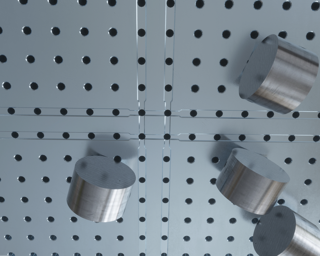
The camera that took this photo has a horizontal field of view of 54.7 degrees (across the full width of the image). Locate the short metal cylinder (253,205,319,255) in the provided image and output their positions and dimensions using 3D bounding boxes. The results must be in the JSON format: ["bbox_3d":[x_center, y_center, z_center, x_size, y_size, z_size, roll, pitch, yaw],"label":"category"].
[{"bbox_3d":[0.181,0.160,0.446,0.050,0.080,0.080,34,106,-12],"label":"short metal cylinder"}]

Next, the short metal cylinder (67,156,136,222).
[{"bbox_3d":[-0.078,0.079,0.412,0.080,0.080,0.050,16,109,-7],"label":"short metal cylinder"}]

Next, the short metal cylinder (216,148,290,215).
[{"bbox_3d":[0.122,0.069,0.411,0.080,0.080,0.050,20,109,-8],"label":"short metal cylinder"}]

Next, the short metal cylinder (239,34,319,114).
[{"bbox_3d":[0.136,-0.062,0.363,0.050,0.080,0.079,21,109,-8],"label":"short metal cylinder"}]
